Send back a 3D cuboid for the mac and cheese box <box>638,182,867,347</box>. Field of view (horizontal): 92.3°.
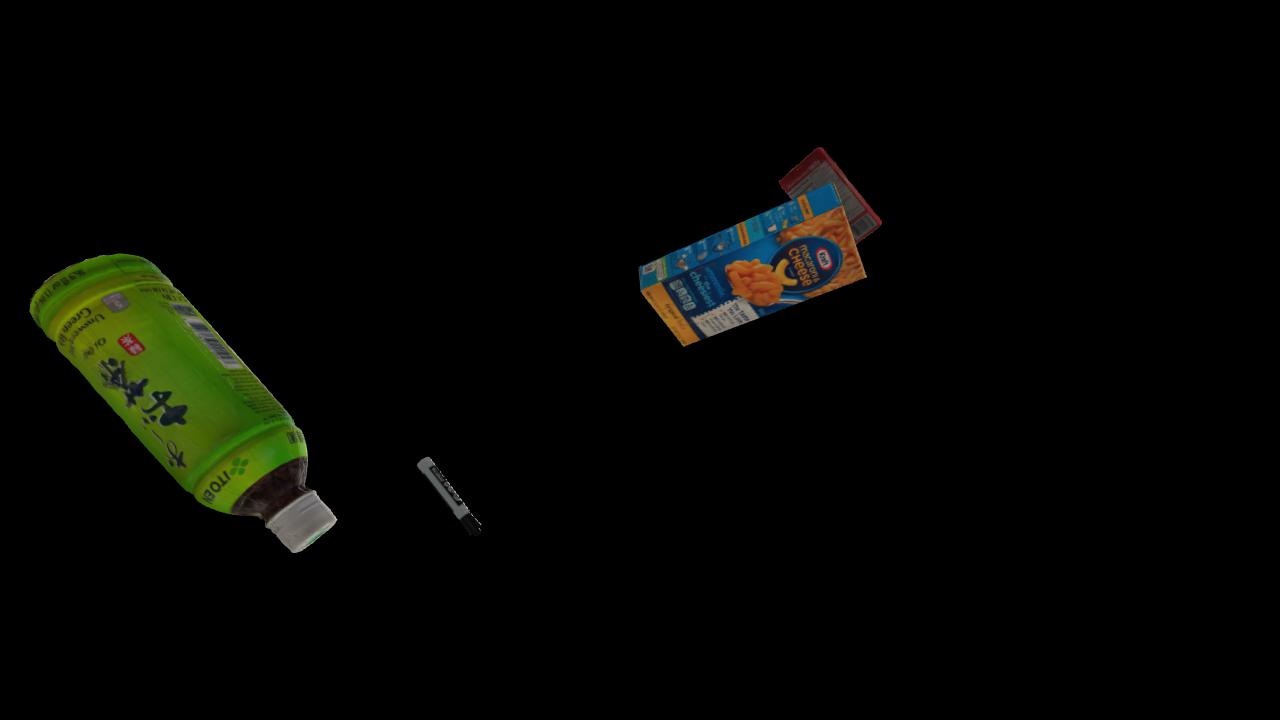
[{"bbox_3d":[0.101,-0.080,0.560,0.184,0.041,0.093,-21,-44,20],"label":"mac and cheese box"}]

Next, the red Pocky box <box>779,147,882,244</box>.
[{"bbox_3d":[0.297,-0.247,0.963,0.083,0.155,0.028,-38,1,38],"label":"red Pocky box"}]

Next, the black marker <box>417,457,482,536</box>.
[{"bbox_3d":[-0.241,0.174,0.781,0.020,0.121,0.020,-40,-14,-12],"label":"black marker"}]

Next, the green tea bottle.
[{"bbox_3d":[-0.270,0.031,0.382,0.073,0.212,0.073,-44,-1,-1],"label":"green tea bottle"}]
